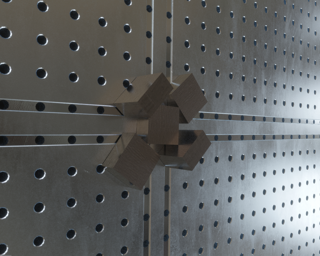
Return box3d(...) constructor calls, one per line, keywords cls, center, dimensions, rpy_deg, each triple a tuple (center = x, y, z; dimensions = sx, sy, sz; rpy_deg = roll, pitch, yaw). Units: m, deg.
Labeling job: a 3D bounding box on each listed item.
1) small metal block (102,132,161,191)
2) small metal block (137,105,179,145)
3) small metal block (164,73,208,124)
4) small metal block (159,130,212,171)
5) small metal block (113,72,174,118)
box3d(cls="small metal block", center=(-0.034, 0.040, 0.379), dimensions=(0.050, 0.025, 0.050), rpy_deg=(46, 62, -31))
box3d(cls="small metal block", center=(-0.002, -0.004, 0.405), dimensions=(0.050, 0.025, 0.050), rpy_deg=(4, 86, -39))
box3d(cls="small metal block", center=(0.034, -0.041, 0.436), dimensions=(0.050, 0.025, 0.050), rpy_deg=(-47, 118, -29))
box3d(cls="small metal block", center=(0.033, 0.029, 0.419), dimensions=(0.050, 0.050, 0.025), rpy_deg=(-50, 119, -28))
box3d(cls="small metal block", center=(-0.020, -0.039, 0.374), dimensions=(0.025, 0.050, 0.050), rpy_deg=(52, 60, -28))
